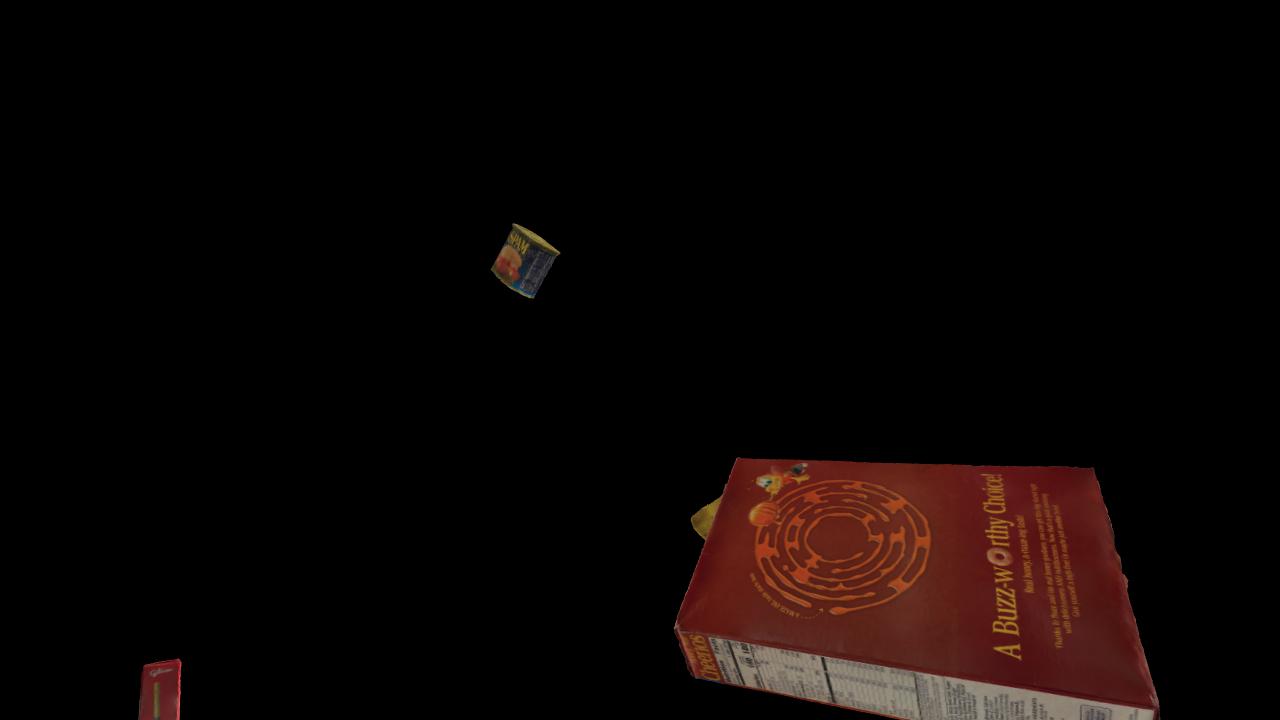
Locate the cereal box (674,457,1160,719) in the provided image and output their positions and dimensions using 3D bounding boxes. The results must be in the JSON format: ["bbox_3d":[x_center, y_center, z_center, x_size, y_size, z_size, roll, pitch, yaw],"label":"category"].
[{"bbox_3d":[0.202,0.174,0.500,0.306,0.081,0.203,-4,31,28],"label":"cereal box"}]

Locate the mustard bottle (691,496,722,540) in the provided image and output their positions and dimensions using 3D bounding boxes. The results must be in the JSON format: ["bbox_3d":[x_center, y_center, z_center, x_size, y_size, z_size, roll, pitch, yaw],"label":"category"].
[{"bbox_3d":[0.187,0.261,1.107,0.092,0.184,0.054,41,17,-26],"label":"mustard bottle"}]

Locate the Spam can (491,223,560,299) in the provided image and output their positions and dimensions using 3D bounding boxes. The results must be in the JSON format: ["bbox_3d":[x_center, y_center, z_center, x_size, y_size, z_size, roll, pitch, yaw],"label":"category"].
[{"bbox_3d":[-0.183,-0.156,0.973,0.058,0.085,0.101,21,14,-42],"label":"Spam can"}]

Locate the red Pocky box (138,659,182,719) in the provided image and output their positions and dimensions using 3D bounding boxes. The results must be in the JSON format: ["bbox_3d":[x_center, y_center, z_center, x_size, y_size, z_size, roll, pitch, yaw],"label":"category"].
[{"bbox_3d":[-0.390,0.334,0.497,0.028,0.155,0.083,2,-39,-36],"label":"red Pocky box"}]
